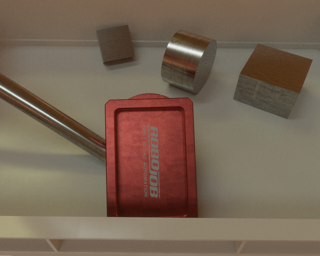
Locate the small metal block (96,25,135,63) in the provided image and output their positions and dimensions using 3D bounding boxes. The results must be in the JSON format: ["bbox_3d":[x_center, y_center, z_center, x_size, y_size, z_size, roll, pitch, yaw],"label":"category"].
[{"bbox_3d":[-0.072,-0.134,0.498,0.050,0.050,0.025,-14,8,-12],"label":"small metal block"}]

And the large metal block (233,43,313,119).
[{"bbox_3d":[0.163,-0.070,0.450,0.080,0.050,0.080,23,54,18],"label":"large metal block"}]

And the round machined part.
[{"bbox_3d":[-0.012,0.011,0.365,0.099,0.042,0.097,0,85,-2],"label":"round machined part"}]

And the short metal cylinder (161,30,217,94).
[{"bbox_3d":[0.043,-0.096,0.451,0.050,0.080,0.080,23,54,18],"label":"short metal cylinder"}]

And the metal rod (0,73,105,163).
[{"bbox_3d":[-0.182,-0.047,0.360,0.301,0.025,0.025,33,53,-7],"label":"metal rod"}]

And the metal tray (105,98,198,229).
[{"bbox_3d":[-0.009,0.035,0.326,0.091,0.030,0.129,-2,85,-2],"label":"metal tray"}]
